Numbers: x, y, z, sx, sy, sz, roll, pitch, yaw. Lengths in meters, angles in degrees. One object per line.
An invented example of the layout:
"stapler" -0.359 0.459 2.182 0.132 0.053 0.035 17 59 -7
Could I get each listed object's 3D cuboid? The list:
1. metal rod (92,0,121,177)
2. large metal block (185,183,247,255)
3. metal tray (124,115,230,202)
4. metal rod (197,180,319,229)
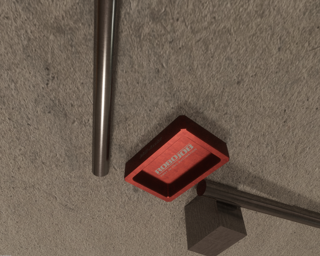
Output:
"metal rod" -0.066 -0.049 0.364 0.025 0.025 0.298 6 130 -6
"large metal block" 0.086 0.148 0.499 0.050 0.080 0.080 25 125 -20
"metal tray" 0.022 0.049 0.445 0.090 0.030 0.129 33 123 -25
"metal rod" 0.193 0.134 0.510 0.302 0.025 0.025 19 128 -22
